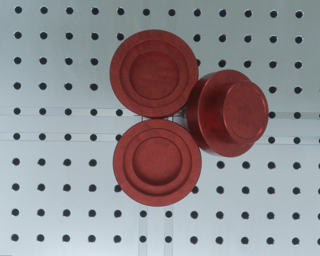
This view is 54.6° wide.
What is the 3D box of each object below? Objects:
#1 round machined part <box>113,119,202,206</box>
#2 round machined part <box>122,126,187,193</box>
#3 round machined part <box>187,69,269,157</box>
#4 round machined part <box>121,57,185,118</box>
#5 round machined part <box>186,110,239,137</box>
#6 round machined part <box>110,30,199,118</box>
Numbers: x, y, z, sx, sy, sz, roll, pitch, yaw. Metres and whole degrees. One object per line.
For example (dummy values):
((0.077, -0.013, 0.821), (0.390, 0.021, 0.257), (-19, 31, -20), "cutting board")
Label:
((-0.003, 0.038, 0.362), (0.099, 0.042, 0.097), (0, 90, 0), "round machined part")
((-0.004, 0.038, 0.405), (0.099, 0.042, 0.097), (0, 90, 0), "round machined part")
((0.081, -0.016, 0.342), (0.099, 0.042, 0.097), (0, 89, -32), "round machined part")
((-0.005, -0.061, 0.406), (0.099, 0.042, 0.097), (0, 90, 0), "round machined part")
((0.085, -0.017, 0.406), (0.099, 0.042, 0.097), (0, 90, 0), "round machined part")
((-0.006, -0.060, 0.362), (0.099, 0.042, 0.097), (0, 90, 0), "round machined part")
